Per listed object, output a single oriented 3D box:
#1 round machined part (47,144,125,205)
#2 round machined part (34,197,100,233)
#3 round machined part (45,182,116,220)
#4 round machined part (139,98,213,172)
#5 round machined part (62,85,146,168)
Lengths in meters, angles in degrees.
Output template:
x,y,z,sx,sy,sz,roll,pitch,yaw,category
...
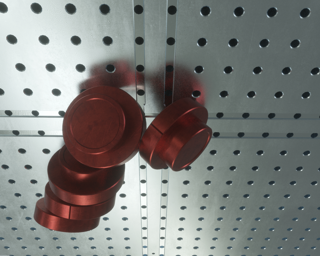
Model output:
x,y,z,sx,sy,sz,roll,pitch,yaw,category
-0.095,0.048,0.403,0.099,0.098,0.042,5,129,-5,round machined part
-0.138,0.120,0.477,0.099,0.098,0.042,12,93,-10,round machined part
-0.111,0.084,0.439,0.099,0.098,0.042,8,107,-7,round machined part
0.026,0.014,0.378,0.099,0.042,0.097,-36,152,-23,round machined part
-0.068,-0.002,0.359,0.098,0.097,0.042,-10,171,8,round machined part
